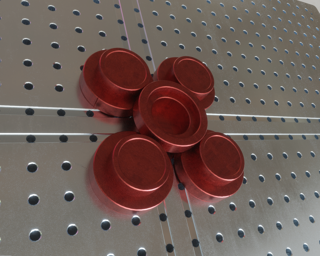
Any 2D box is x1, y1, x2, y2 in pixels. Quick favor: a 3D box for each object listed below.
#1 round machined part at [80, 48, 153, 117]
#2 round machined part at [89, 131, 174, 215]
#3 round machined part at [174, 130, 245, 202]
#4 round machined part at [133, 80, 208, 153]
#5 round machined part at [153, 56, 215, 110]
[{"bbox_3d":[-0.052,-0.067,0.410,0.099,0.042,0.098,14,56,-21],"label":"round machined part"},{"bbox_3d":[-0.028,0.046,0.356,0.099,0.042,0.098,14,56,-21],"label":"round machined part"},{"bbox_3d":[0.072,0.044,0.410,0.099,0.042,0.098,14,56,-21],"label":"round machined part"},{"bbox_3d":[0.010,-0.011,0.409,0.099,0.042,0.098,14,56,-21],"label":"round machined part"},{"bbox_3d":[0.041,-0.068,0.462,0.099,0.042,0.098,14,56,-21],"label":"round machined part"}]
